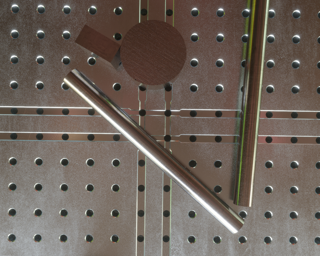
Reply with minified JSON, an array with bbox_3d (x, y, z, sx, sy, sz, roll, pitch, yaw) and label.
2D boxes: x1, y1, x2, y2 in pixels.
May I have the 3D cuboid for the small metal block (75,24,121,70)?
[{"bbox_3d":[-0.075,-0.102,0.400,0.050,0.050,0.025,30,90,0],"label":"small metal block"}]

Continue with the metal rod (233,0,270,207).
[{"bbox_3d":[0.124,-0.046,0.414,0.025,0.025,0.298,5,90,-1],"label":"metal rod"}]

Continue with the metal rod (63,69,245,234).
[{"bbox_3d":[-0.008,0.031,0.413,0.300,0.025,0.025,42,90,-1],"label":"metal rod"}]

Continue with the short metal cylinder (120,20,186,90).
[{"bbox_3d":[-0.008,-0.092,0.401,0.081,0.050,0.079,0,90,-1],"label":"short metal cylinder"}]
